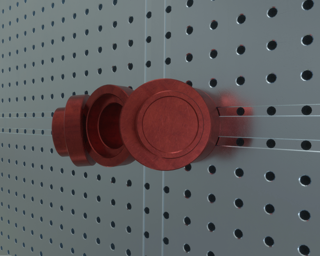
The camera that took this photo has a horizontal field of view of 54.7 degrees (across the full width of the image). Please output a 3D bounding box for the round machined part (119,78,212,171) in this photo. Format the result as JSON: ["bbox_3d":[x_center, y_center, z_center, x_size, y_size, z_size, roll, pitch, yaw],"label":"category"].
[{"bbox_3d":[0.007,-0.004,0.324,0.042,0.099,0.097,-179,89,-80],"label":"round machined part"}]

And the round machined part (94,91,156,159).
[{"bbox_3d":[-0.056,-0.004,0.442,0.098,0.042,0.097,0,90,39],"label":"round machined part"}]

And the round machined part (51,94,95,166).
[{"bbox_3d":[-0.115,0.004,0.424,0.042,0.098,0.097,-4,87,2],"label":"round machined part"}]

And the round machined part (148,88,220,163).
[{"bbox_3d":[0.020,-0.003,0.380,0.098,0.042,0.097,0,90,39],"label":"round machined part"}]

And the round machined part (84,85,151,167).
[{"bbox_3d":[-0.049,-0.003,0.381,0.098,0.042,0.097,0,90,39],"label":"round machined part"}]
